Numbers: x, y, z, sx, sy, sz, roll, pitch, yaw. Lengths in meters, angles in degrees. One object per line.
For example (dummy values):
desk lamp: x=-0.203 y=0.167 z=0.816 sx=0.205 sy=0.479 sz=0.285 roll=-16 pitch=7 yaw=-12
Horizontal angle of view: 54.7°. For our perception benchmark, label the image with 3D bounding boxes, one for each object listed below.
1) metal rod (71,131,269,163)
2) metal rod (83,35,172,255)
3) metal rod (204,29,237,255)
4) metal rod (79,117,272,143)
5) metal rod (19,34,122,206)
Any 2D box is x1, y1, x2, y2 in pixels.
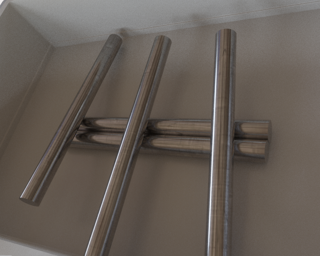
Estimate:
metal rod: x=-0.018 y=0.020 z=0.400 sx=0.300 sy=0.025 sz=0.025 roll=2 pitch=63 yaw=28
metal rod: x=-0.032 y=0.007 z=0.383 sx=0.025 sy=0.025 sz=0.300 roll=2 pitch=62 yaw=28
metal rod: x=0.064 y=0.028 z=0.323 sx=0.025 sy=0.025 sz=0.299 roll=-4 pitch=68 yaw=26
metal rod: x=-0.012 y=-0.001 z=0.410 sx=0.300 sy=0.025 sz=0.025 roll=2 pitch=63 yaw=28
metal rod: x=-0.117 y=-0.031 z=0.452 sx=0.025 sy=0.025 sz=0.300 roll=-1 pitch=53 yaw=27
